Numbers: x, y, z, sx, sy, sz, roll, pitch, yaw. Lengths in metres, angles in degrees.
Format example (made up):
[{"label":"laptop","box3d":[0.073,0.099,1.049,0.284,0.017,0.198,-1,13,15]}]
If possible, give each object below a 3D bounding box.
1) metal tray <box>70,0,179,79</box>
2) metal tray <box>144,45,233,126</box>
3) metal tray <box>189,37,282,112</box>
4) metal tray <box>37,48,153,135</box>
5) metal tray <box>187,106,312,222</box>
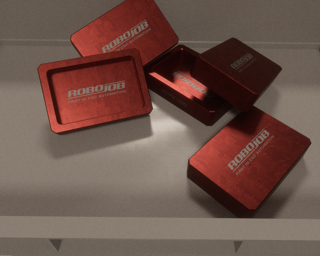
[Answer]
[{"label":"metal tray","box3d":[-0.050,-0.126,0.452,0.130,0.030,0.090,-36,99,-8]},{"label":"metal tray","box3d":[0.051,-0.068,0.459,0.130,0.030,0.090,35,58,25]},{"label":"metal tray","box3d":[0.110,-0.080,0.433,0.090,0.030,0.131,37,39,13]},{"label":"metal tray","box3d":[-0.083,-0.048,0.410,0.131,0.030,0.090,-13,87,-11]},{"label":"metal tray","box3d":[0.107,0.036,0.373,0.090,0.030,0.131,37,59,26]}]
